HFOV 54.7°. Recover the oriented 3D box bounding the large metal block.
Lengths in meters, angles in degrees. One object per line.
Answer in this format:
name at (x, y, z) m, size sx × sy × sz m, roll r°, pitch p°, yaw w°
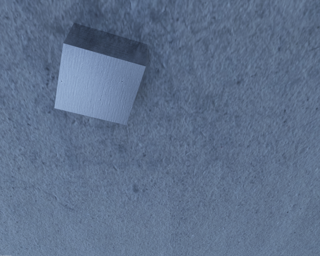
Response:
large metal block at (-0.065, -0.057, 0.341) m, size 0.081 × 0.050 × 0.079 m, roll 14°, pitch 129°, yaw -12°
